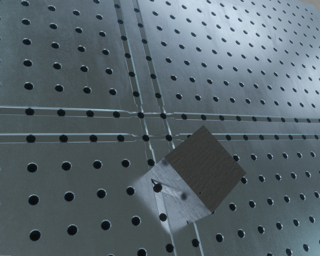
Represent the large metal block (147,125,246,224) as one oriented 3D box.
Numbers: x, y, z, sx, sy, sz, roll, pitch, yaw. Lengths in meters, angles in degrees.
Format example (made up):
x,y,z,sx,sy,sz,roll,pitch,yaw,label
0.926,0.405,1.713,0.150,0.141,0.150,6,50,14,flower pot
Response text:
x,y,z,sx,sy,sz,roll,pitch,yaw,label
0.046,0.056,0.384,0.080,0.050,0.081,49,51,6,large metal block
